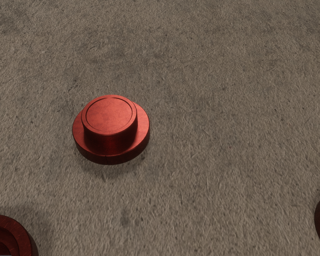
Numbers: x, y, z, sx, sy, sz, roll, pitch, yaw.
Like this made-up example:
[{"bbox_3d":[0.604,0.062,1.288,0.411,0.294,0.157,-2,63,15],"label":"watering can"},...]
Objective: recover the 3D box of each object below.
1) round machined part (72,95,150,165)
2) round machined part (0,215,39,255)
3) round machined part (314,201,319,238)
[{"bbox_3d":[-0.062,-0.005,0.395,0.099,0.042,0.098,0,50,0],"label":"round machined part"},{"bbox_3d":[-0.160,0.132,0.279,0.099,0.042,0.098,0,50,0],"label":"round machined part"},{"bbox_3d":[0.216,0.097,0.314,0.099,0.042,0.098,0,50,0],"label":"round machined part"}]
